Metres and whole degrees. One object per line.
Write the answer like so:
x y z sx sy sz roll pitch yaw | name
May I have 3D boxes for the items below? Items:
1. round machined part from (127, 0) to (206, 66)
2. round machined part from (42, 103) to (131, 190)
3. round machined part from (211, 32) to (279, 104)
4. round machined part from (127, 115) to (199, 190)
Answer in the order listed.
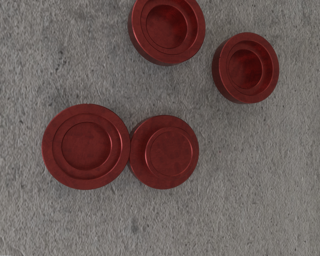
0.006 -0.129 0.402 0.099 0.042 0.097 0 90 -20 | round machined part
-0.088 0.021 0.368 0.099 0.042 0.097 0 90 -20 | round machined part
0.116 -0.082 0.443 0.099 0.042 0.097 0 90 -20 | round machined part
0.008 0.032 0.403 0.099 0.042 0.097 0 90 -20 | round machined part
